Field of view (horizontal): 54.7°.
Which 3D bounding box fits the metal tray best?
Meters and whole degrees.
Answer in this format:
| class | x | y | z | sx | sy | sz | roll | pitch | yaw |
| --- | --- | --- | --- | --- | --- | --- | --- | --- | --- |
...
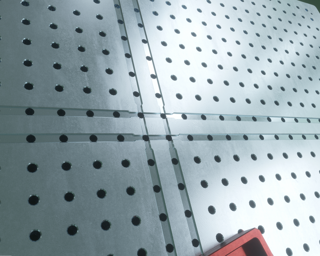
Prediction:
| class | x | y | z | sx | sy | sz | roll | pitch | yaw |
| --- | --- | --- | --- | --- | --- | --- | --- | --- | --- |
| metal tray | 0.080 | 0.178 | 0.340 | 0.131 | 0.030 | 0.090 | -14 | 69 | -34 |
